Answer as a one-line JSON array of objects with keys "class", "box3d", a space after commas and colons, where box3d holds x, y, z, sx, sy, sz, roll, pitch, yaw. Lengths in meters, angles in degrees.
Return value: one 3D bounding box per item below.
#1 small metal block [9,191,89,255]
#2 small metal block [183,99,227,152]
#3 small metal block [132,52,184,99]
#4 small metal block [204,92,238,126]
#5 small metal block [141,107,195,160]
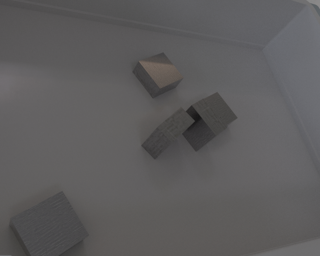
[{"class": "small metal block", "box3d": [-0.104, 0.096, 0.291, 0.050, 0.025, 0.050, -27, 77, -37]}, {"class": "small metal block", "box3d": [0.054, -0.003, 0.420, 0.025, 0.050, 0.050, -31, 79, -38]}, {"class": "small metal block", "box3d": [-0.003, -0.077, 0.451, 0.050, 0.025, 0.050, -30, 78, -38]}, {"class": "small metal block", "box3d": [0.078, -0.020, 0.460, 0.050, 0.025, 0.050, -28, 77, -37]}, {"class": "small metal block", "box3d": [0.010, 0.007, 0.391, 0.025, 0.050, 0.050, 46, 51, 4]}]
